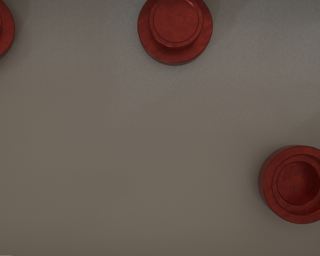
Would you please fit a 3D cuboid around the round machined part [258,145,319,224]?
[{"bbox_3d":[0.177,0.070,0.404,0.099,0.042,0.097,0,90,0],"label":"round machined part"}]

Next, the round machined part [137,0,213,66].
[{"bbox_3d":[0.020,-0.133,0.403,0.099,0.042,0.097,0,90,0],"label":"round machined part"}]

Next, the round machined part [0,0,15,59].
[{"bbox_3d":[-0.234,-0.129,0.382,0.099,0.042,0.097,0,89,-27],"label":"round machined part"}]
